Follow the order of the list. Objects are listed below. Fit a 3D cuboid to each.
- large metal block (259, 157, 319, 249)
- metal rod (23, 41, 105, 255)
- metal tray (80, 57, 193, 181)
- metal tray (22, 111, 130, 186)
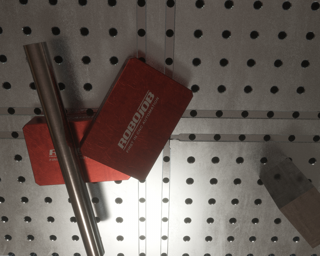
[{"bbox_3d":[0.192,0.100,0.424,0.050,0.080,0.080,-39,106,13],"label":"large metal block"},{"bbox_3d":[-0.116,0.044,0.395,0.025,0.025,0.298,-9,110,3],"label":"metal rod"},{"bbox_3d":[-0.030,-0.010,0.385,0.090,0.030,0.129,28,94,-18],"label":"metal tray"},{"bbox_3d":[-0.107,0.028,0.420,0.131,0.030,0.089,-4,110,1],"label":"metal tray"}]
